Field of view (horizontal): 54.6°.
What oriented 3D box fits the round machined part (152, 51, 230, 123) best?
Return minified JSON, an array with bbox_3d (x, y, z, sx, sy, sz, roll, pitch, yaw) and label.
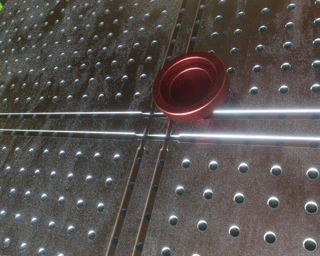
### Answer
[{"bbox_3d":[0.043,-0.049,0.406,0.098,0.042,0.098,-13,56,21],"label":"round machined part"}]
